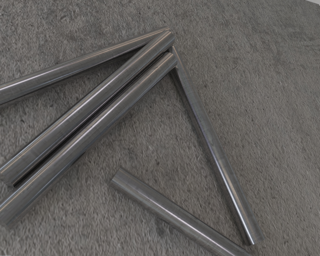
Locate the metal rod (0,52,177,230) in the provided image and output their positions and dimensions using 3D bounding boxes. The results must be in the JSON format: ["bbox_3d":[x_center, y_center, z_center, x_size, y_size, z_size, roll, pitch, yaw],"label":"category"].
[{"bbox_3d":[-0.064,-0.009,0.366,0.025,0.025,0.301,41,53,0],"label":"metal rod"}]

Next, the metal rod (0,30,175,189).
[{"bbox_3d":[-0.068,-0.044,0.382,0.025,0.025,0.301,41,54,0],"label":"metal rod"}]

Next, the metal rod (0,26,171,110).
[{"bbox_3d":[-0.089,-0.087,0.408,0.302,0.025,0.025,-33,81,-38],"label":"metal rod"}]

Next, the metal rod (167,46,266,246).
[{"bbox_3d":[0.067,0.010,0.432,0.025,0.025,0.299,-8,66,-32],"label":"metal rod"}]

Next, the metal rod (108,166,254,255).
[{"bbox_3d":[0.072,0.138,0.357,0.301,0.025,0.025,35,51,-5],"label":"metal rod"}]
